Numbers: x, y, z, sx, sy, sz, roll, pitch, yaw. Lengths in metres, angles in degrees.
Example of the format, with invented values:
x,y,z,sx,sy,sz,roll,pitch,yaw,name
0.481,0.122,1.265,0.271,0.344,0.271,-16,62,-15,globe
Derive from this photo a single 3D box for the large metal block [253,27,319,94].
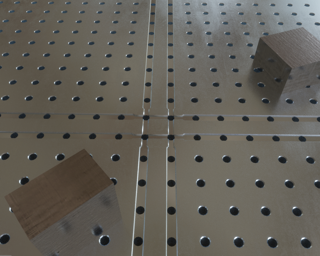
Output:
x,y,z,sx,sy,sz,roll,pitch,yaw,name
0.206,-0.106,0.482,0.081,0.050,0.080,-17,52,-14,large metal block

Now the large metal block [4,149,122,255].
x,y,z,sx,sy,sz,roll,pitch,yaw,name
-0.088,0.080,0.305,0.080,0.080,0.050,-33,57,-24,large metal block
